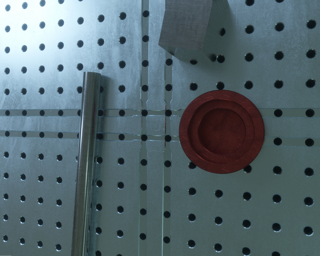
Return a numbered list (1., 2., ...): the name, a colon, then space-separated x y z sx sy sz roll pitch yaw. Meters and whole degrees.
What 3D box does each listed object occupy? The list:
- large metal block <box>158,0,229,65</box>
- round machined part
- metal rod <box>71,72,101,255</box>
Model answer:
1. large metal block: 0.043 -0.125 0.368 0.050 0.080 0.079 13 95 19
2. round machined part: 0.076 0.004 0.376 0.098 0.042 0.097 0 90 19
3. metal rod: -0.108 0.070 0.449 0.025 0.025 0.298 5 92 19
